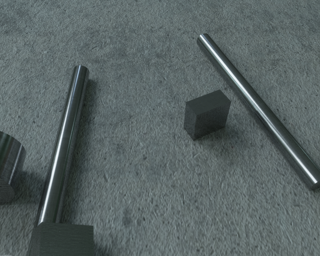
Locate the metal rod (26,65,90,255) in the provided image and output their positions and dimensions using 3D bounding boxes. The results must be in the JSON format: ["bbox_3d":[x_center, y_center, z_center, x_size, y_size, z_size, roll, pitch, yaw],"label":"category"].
[{"bbox_3d":[-0.118,0.029,0.377,0.025,0.025,0.300,-1,50,-1],"label":"metal rod"}]

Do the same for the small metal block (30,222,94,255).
[{"bbox_3d":[-0.090,0.117,0.286,0.050,0.025,0.050,17,47,-33],"label":"small metal block"}]

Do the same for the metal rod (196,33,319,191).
[{"bbox_3d":[0.127,-0.044,0.440,0.025,0.025,0.300,-16,52,-13],"label":"metal rod"}]

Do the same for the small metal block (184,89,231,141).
[{"bbox_3d":[0.060,-0.016,0.401,0.050,0.050,0.025,-22,54,-17],"label":"small metal block"}]

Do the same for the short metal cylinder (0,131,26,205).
[{"bbox_3d":[-0.192,0.042,0.330,0.081,0.080,0.050,-1,50,-1],"label":"short metal cylinder"}]
